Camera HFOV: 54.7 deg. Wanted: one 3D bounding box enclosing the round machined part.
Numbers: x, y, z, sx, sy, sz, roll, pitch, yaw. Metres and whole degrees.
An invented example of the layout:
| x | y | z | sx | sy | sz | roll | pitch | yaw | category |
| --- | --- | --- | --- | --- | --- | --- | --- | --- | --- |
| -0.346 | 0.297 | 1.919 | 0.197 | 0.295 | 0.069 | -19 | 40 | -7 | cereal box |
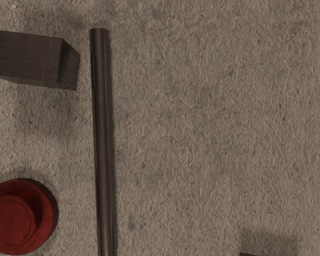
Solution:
| x | y | z | sx | sy | sz | roll | pitch | yaw | category |
| --- | --- | --- | --- | --- | --- | --- | --- | --- | --- |
| -0.187 | 0.116 | 0.399 | 0.099 | 0.042 | 0.097 | 0 | 90 | -1 | round machined part |

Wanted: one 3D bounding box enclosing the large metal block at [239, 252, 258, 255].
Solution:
| x | y | z | sx | sy | sz | roll | pitch | yaw | category |
| --- | --- | --- | --- | --- | --- | --- | --- | --- | --- |
| 0.141 | 0.217 | 0.400 | 0.080 | 0.050 | 0.080 | 12 | 90 | -1 | large metal block |

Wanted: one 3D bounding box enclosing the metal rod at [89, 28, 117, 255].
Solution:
| x | y | z | sx | sy | sz | roll | pitch | yaw | category |
| --- | --- | --- | --- | --- | --- | --- | --- | --- | --- |
| -0.075 | 0.021 | 0.409 | 0.025 | 0.025 | 0.298 | -2 | 90 | -1 | metal rod |

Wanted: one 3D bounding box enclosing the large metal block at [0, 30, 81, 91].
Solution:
| x | y | z | sx | sy | sz | roll | pitch | yaw | category |
| --- | --- | --- | --- | --- | --- | --- | --- | --- | --- |
| -0.151 | -0.080 | 0.380 | 0.081 | 0.080 | 0.050 | 7 | 90 | -1 | large metal block |
